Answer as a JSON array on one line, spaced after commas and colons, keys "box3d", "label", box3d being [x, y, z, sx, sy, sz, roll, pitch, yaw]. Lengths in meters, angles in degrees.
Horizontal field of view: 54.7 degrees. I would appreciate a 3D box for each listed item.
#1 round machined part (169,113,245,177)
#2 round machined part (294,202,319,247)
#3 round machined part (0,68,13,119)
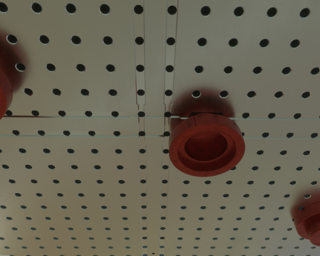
[{"box3d": [0.061, 0.018, 0.417, 0.099, 0.042, 0.097, -1, 130, 0], "label": "round machined part"}, {"box3d": [0.298, 0.177, 0.556, 0.099, 0.042, 0.097, -1, 130, 0], "label": "round machined part"}, {"box3d": [-0.220, -0.050, 0.354, 0.099, 0.042, 0.097, -1, 130, 0], "label": "round machined part"}]
